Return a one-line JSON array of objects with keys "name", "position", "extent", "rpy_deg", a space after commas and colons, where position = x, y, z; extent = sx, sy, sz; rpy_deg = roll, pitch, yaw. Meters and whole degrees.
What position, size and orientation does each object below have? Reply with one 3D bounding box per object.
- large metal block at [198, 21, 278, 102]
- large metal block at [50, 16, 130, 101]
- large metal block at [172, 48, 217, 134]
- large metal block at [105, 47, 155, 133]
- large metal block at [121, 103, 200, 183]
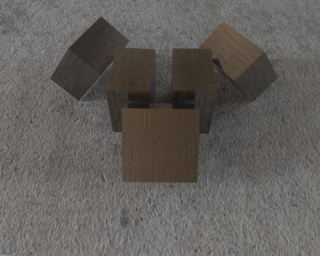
[{"name": "large metal block", "position": [0.111, -0.092, 0.440], "extent": [0.050, 0.080, 0.080], "rpy_deg": [-46, 56, 11]}, {"name": "large metal block", "position": [-0.099, -0.096, 0.437], "extent": [0.050, 0.080, 0.080], "rpy_deg": [40, 52, -15]}, {"name": "large metal block", "position": [0.041, -0.048, 0.410], "extent": [0.050, 0.080, 0.080], "rpy_deg": [1, 50, 0]}, {"name": "large metal block", "position": [-0.034, -0.048, 0.409], "extent": [0.050, 0.080, 0.080], "rpy_deg": [4, 50, 3]}, {"name": "large metal block", "position": [0.001, 0.014, 0.349], "extent": [0.081, 0.079, 0.050], "rpy_deg": [1, 11, 0]}]
